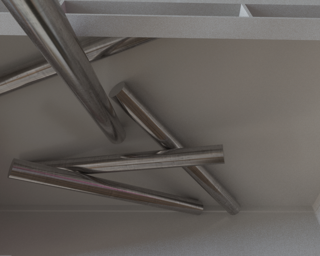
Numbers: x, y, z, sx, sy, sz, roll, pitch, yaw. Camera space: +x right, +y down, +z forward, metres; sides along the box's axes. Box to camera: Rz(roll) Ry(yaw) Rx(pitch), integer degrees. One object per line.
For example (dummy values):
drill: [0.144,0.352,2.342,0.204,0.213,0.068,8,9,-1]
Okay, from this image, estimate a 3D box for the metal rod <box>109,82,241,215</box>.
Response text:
metal rod: [0.037,0.045,0.448,0.025,0.025,0.300,-30,125,22]

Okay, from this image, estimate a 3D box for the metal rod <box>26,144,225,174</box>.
metal rod: [-0.065,0.049,0.427,0.301,0.025,0.025,-6,130,13]

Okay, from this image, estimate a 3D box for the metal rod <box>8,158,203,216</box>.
metal rod: [-0.058,0.093,0.452,0.302,0.025,0.025,20,128,-30]

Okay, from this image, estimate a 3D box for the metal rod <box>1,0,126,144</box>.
metal rod: [-0.063,-0.032,0.277,0.025,0.025,0.299,-2,164,1]

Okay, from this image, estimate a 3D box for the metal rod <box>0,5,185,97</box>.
metal rod: [-0.120,-0.070,0.347,0.301,0.025,0.025,-17,128,13]
